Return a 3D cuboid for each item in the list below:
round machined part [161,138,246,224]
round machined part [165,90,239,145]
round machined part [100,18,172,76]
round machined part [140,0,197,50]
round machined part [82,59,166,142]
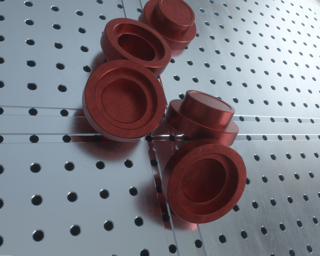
[{"bbox_3d":[0.048,0.058,0.365,0.099,0.042,0.097,-5,107,-18],"label":"round machined part"},{"bbox_3d":[0.059,-0.018,0.409,0.098,0.042,0.098,19,20,-7],"label":"round machined part"},{"bbox_3d":[-0.037,-0.106,0.436,0.099,0.042,0.098,18,46,-20],"label":"round machined part"},{"bbox_3d":[0.019,-0.182,0.518,0.099,0.042,0.098,13,56,-21],"label":"round machined part"},{"bbox_3d":[-0.046,-0.031,0.381,0.099,0.042,0.098,6,74,-22],"label":"round machined part"}]
